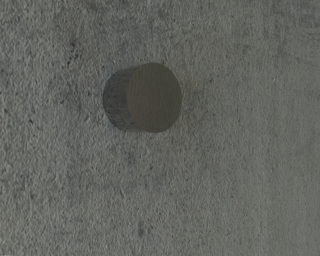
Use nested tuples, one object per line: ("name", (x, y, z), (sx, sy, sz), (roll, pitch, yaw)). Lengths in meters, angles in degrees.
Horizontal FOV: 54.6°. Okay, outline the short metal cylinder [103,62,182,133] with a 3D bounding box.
("short metal cylinder", (-0.020, -0.034, 0.370), (0.081, 0.050, 0.080), (0, 90, -40))
